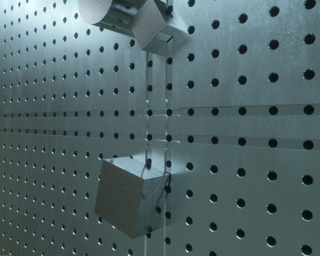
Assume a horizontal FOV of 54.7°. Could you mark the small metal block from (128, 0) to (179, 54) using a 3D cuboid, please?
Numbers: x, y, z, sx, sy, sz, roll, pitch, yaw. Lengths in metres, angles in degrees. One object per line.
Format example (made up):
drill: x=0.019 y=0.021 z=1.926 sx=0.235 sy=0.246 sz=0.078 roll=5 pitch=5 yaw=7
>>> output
small metal block: x=-0.010 y=-0.138 z=0.418 sx=0.050 sy=0.025 sz=0.050 roll=-38 pitch=67 yaw=33

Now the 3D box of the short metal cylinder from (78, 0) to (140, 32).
short metal cylinder: x=-0.075 y=-0.187 z=0.455 sx=0.080 sy=0.050 sz=0.079 roll=0 pitch=90 yaw=40

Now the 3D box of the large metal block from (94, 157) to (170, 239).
large metal block: x=-0.040 y=0.091 z=0.426 sx=0.080 sy=0.050 sz=0.079 roll=18 pitch=102 yaw=38
